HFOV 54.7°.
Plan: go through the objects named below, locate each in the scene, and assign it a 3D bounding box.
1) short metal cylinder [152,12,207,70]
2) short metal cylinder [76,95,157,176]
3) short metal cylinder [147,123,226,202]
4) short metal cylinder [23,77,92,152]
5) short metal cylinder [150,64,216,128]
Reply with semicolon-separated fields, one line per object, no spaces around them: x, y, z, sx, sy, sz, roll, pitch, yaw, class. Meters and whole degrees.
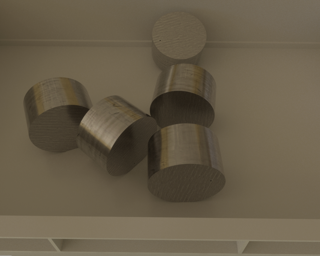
0.028;-0.131;0.480;0.081;0.050;0.080;1;74;-3;short metal cylinder
-0.049;0.009;0.361;0.050;0.080;0.080;34;58;25;short metal cylinder
0.027;0.040;0.336;0.081;0.080;0.050;-1;50;-1;short metal cylinder
-0.122;-0.015;0.381;0.081;0.080;0.050;-18;52;-14;short metal cylinder
0.031;-0.036;0.399;0.080;0.080;0.050;7;51;6;short metal cylinder
